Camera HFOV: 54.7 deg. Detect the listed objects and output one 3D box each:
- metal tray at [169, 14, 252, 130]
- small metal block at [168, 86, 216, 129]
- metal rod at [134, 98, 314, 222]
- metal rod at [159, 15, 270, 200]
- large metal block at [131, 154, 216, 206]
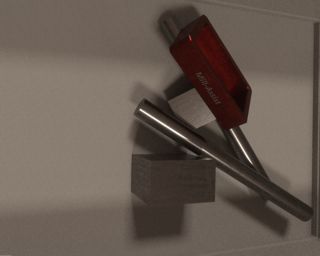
[{"bbox_3d":[0.072,-0.073,0.402,0.130,0.030,0.090,52,36,-19],"label":"metal tray"},{"bbox_3d":[0.045,-0.027,0.418,0.050,0.025,0.050,-26,101,9],"label":"small metal block"},{"bbox_3d":[0.097,0.051,0.422,0.301,0.025,0.025,32,79,-16],"label":"metal rod"},{"bbox_3d":[0.089,-0.021,0.444,0.025,0.025,0.299,-36,102,-17],"label":"metal rod"},{"bbox_3d":[0.014,0.061,0.388,0.081,0.080,0.050,1,90,-20],"label":"large metal block"}]
